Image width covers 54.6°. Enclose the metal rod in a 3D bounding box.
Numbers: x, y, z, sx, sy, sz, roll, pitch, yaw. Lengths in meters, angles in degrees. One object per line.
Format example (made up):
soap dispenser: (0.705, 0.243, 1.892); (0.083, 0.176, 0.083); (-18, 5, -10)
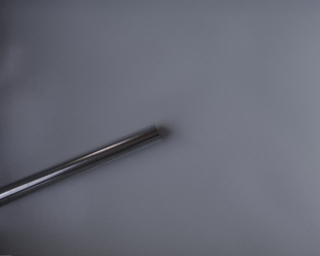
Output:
metal rod: (-0.142, 0.063, 0.410); (0.301, 0.025, 0.025); (-22, 90, 0)
